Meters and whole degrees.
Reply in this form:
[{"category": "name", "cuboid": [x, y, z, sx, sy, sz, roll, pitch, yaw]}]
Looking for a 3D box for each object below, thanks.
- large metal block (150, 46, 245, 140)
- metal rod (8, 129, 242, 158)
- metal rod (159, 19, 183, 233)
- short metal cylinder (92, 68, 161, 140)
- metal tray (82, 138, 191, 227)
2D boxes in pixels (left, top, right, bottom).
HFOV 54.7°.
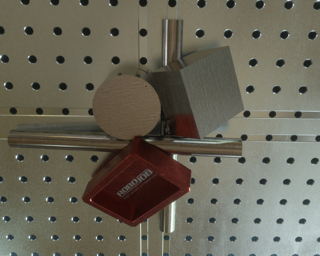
[{"category": "large metal block", "cuboid": [0.046, -0.042, 0.364, 0.081, 0.050, 0.080, -31, 113, -31]}, {"category": "metal rod", "cuboid": [-0.049, 0.020, 0.402, 0.302, 0.025, 0.025, 2, 110, 6]}, {"category": "metal rod", "cuboid": [0.013, 0.011, 0.417, 0.025, 0.025, 0.298, 1, 110, -1]}, {"category": "short metal cylinder", "cuboid": [-0.039, -0.032, 0.388, 0.081, 0.050, 0.079, 0, 110, 0]}, {"category": "metal tray", "cuboid": [-0.033, 0.077, 0.411, 0.090, 0.030, 0.129, 34, 127, -18]}]
